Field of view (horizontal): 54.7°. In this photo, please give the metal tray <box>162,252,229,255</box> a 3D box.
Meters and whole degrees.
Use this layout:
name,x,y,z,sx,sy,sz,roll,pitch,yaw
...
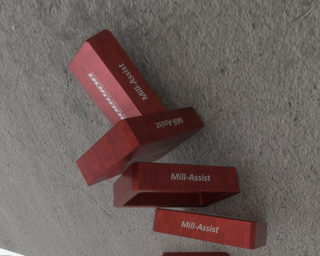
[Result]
name,x,y,z,sx,sy,sz,roll,pitch,yaw
metal tray,0.069,0.254,0.525,0.130,0.030,0.090,-17,110,34

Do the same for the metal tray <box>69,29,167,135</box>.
name,x,y,z,sx,sy,sz,roll,pitch,yaw
metal tray,-0.051,-0.044,0.382,0.130,0.030,0.090,54,151,-10

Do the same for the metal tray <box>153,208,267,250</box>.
name,x,y,z,sx,sy,sz,roll,pitch,yaw
metal tray,0.068,0.132,0.413,0.130,0.090,0.030,0,74,28

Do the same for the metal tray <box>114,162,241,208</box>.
name,x,y,z,sx,sy,sz,roll,pitch,yaw
metal tray,0.018,0.072,0.375,0.131,0.030,0.090,6,153,-21

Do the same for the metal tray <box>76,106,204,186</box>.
name,x,y,z,sx,sy,sz,roll,pitch,yaw
metal tray,-0.018,0.018,0.354,0.090,0.131,0.030,-39,75,35
